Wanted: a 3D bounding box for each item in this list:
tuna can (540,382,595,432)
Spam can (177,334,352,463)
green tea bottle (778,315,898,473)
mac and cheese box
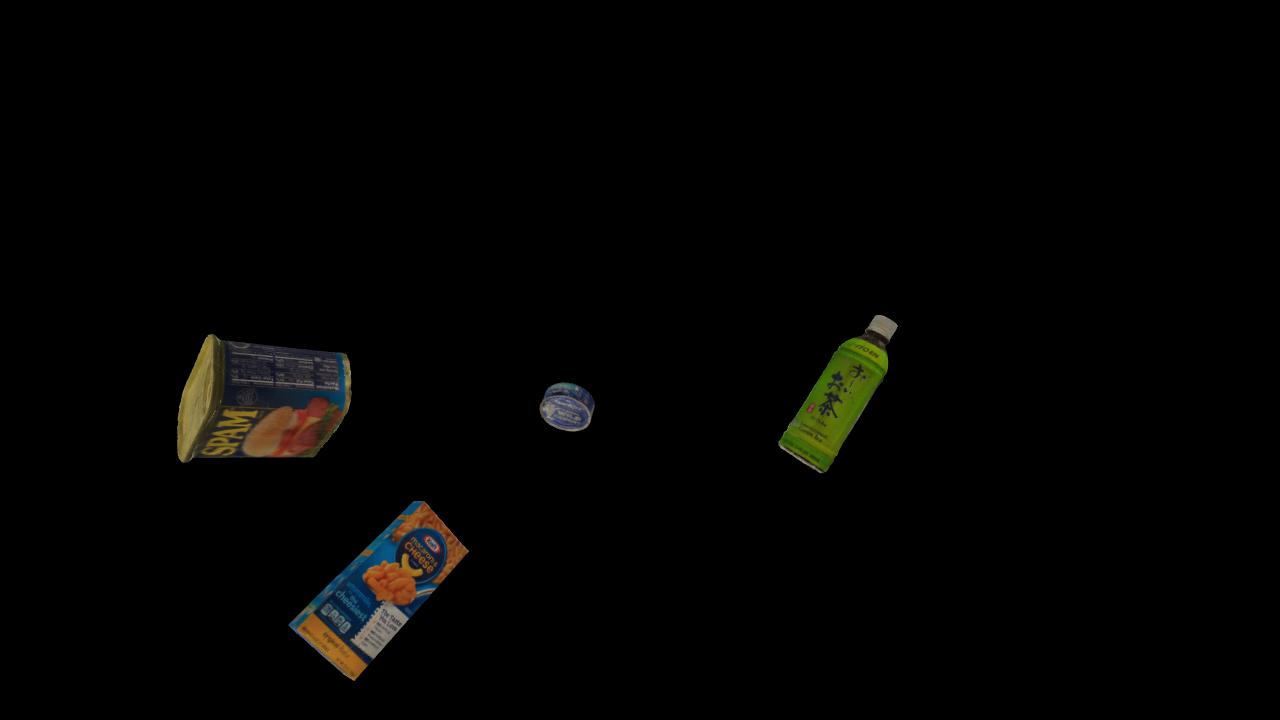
[{"bbox_3d":[-0.115,0.075,0.982,0.084,0.084,0.034,0,43,13],"label":"tuna can"},{"bbox_3d":[-0.265,0.031,0.436,0.085,0.058,0.101,8,-36,-44],"label":"Spam can"},{"bbox_3d":[0.260,0.039,0.784,0.073,0.212,0.073,34,-3,2],"label":"green tea bottle"},{"bbox_3d":[-0.299,0.265,0.724,0.041,0.093,0.184,-15,27,47],"label":"mac and cheese box"}]
